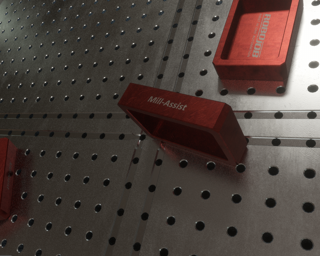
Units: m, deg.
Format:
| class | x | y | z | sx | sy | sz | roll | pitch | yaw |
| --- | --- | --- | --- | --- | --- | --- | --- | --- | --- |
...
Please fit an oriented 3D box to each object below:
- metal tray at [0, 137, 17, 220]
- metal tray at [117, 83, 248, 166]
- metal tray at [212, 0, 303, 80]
| class | x | y | z | sx | sy | sz | roll | pitch | yaw |
| --- | --- | --- | --- | --- | --- | --- | --- | --- | --- |
| metal tray | -0.278 | 0.082 | 0.479 | 0.091 | 0.030 | 0.130 | -11 | 55 | -3 |
| metal tray | 0.026 | -0.005 | 0.354 | 0.130 | 0.090 | 0.030 | 17 | 71 | 34 |
| metal tray | 0.132 | -0.126 | 0.412 | 0.090 | 0.030 | 0.130 | 7 | 65 | 31 |
